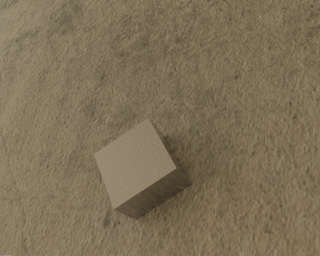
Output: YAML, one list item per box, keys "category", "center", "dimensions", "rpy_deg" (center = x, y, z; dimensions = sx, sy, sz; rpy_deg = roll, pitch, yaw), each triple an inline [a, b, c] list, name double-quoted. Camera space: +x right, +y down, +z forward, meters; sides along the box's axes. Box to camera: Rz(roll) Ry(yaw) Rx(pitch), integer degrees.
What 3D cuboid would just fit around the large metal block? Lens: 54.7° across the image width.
- category: "large metal block"
  center: [-0.021, 0.048, 0.368]
  dimensions: [0.080, 0.050, 0.080]
  rpy_deg: [-34, 52, 5]
